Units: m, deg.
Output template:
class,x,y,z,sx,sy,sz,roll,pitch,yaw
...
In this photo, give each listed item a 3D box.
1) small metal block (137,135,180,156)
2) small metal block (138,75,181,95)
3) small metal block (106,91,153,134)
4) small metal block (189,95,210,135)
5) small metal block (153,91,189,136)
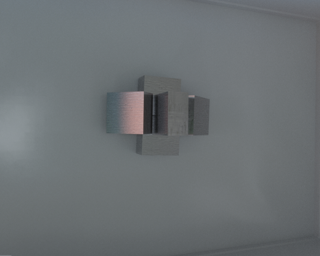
class,x,y,z,sx,sy,sz,roll,pitch,yaw
small metal block,-0.002,0.010,0.407,0.050,0.025,0.050,3,89,-20
small metal block,-0.001,-0.040,0.407,0.050,0.025,0.050,3,89,-21
small metal block,-0.037,-0.018,0.380,0.050,0.025,0.050,1,90,23
small metal block,0.044,-0.016,0.412,0.050,0.025,0.050,2,90,-59
small metal block,0.012,-0.016,0.372,0.025,0.050,0.050,1,90,-21
